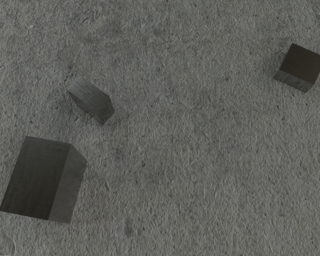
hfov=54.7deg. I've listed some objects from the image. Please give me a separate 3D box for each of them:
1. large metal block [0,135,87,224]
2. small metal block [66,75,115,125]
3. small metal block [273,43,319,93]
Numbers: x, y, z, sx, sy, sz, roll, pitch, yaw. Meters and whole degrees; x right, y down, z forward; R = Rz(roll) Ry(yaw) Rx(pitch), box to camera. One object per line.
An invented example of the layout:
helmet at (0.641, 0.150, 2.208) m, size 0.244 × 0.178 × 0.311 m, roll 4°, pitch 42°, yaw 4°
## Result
large metal block at (-0.127, 0.063, 0.355) m, size 0.050 × 0.080 × 0.080 m, roll 10°, pitch 70°, yaw 3°
small metal block at (-0.090, -0.036, 0.407) m, size 0.050 × 0.050 × 0.025 m, roll 36°, pitch 74°, yaw 12°
small metal block at (0.199, -0.086, 0.442) m, size 0.050 × 0.025 × 0.050 m, roll 28°, pitch 72°, yaw 9°
